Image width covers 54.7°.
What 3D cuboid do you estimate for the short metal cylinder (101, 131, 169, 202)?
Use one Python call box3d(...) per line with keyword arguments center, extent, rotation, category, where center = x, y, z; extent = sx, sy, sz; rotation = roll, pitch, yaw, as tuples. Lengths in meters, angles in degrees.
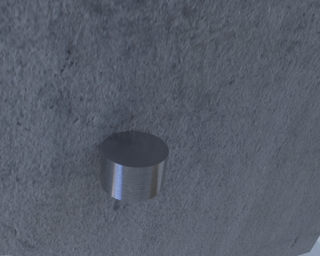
box3d(center=(-0.032, 0.045, 0.383), extent=(0.081, 0.080, 0.050), rotation=(-7, 122, -25), category="short metal cylinder")
